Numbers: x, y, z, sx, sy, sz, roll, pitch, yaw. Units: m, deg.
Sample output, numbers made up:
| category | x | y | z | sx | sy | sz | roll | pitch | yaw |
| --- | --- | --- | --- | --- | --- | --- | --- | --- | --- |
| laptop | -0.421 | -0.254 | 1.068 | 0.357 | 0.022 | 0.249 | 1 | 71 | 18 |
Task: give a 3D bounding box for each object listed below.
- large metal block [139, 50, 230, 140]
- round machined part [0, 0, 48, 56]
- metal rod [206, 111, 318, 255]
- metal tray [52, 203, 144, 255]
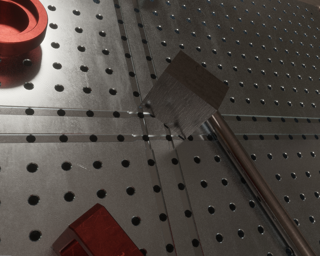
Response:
| category | x | y | z | sx | sy | sz | roll | pitch | yaw |
| --- | --- | --- | --- | --- | --- | --- | --- | --- | --- |
| large metal block | 0.031 | -0.042 | 0.417 | 0.080 | 0.080 | 0.050 | 37 | 51 | -4 |
| round machined part | -0.190 | -0.126 | 0.372 | 0.099 | 0.042 | 0.098 | 14 | 56 | -21 |
| metal rod | 0.150 | 0.099 | 0.431 | 0.025 | 0.025 | 0.299 | -22 | 74 | -36 |
| metal tray | -0.034 | 0.135 | 0.266 | 0.130 | 0.090 | 0.030 | 49 | 51 | 6 |
